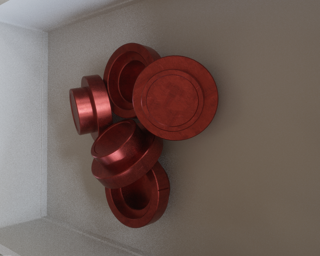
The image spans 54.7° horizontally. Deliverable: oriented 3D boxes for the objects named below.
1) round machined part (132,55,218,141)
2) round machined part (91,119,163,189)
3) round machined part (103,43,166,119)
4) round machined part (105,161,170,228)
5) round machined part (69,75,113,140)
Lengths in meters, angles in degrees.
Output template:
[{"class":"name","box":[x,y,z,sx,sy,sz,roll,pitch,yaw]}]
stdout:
[{"class":"round machined part","box":[0.016,-0.033,0.351,0.098,0.042,0.097,2,101,9]},{"class":"round machined part","box":[-0.048,0.026,0.397,0.098,0.098,0.042,-8,129,39]},{"class":"round machined part","box":[-0.029,-0.061,0.416,0.098,0.042,0.097,0,90,40]},{"class":"round machined part","box":[-0.025,0.079,0.414,0.098,0.042,0.097,0,90,40]},{"class":"round machined part","box":[-0.104,-0.026,0.451,0.098,0.042,0.097,168,90,-68]}]
